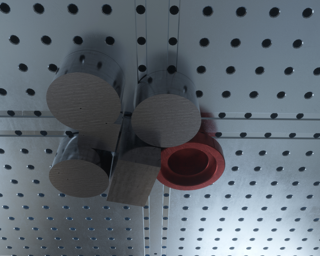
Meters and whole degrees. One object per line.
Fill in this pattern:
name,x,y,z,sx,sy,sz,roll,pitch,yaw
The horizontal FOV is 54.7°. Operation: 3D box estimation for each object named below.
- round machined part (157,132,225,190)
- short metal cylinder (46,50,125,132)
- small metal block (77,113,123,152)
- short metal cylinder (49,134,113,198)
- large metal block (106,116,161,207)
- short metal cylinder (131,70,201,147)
round machined part,0.039,0.041,0.435,0.099,0.042,0.097,0,130,0
short metal cylinder,-0.083,-0.042,0.358,0.081,0.050,0.079,0,130,0
small metal block,-0.080,0.002,0.412,0.050,0.025,0.050,11,129,-10
short metal cylinder,-0.110,0.054,0.440,0.081,0.050,0.079,0,130,0
large metal block,-0.034,0.044,0.408,0.050,0.080,0.079,12,129,-10
short metal cylinder,0.007,-0.022,0.376,0.081,0.050,0.079,0,130,0
